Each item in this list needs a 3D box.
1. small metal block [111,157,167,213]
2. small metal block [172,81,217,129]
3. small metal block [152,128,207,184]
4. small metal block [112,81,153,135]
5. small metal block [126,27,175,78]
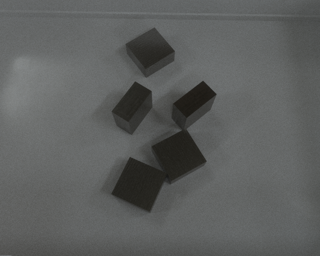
[{"bbox_3d":[-0.025,0.071,0.383,0.050,0.025,0.050,23,72,8],"label":"small metal block"},{"bbox_3d":[0.043,-0.028,0.407,0.050,0.050,0.025,-38,75,-13],"label":"small metal block"},{"bbox_3d":[0.024,0.036,0.397,0.050,0.025,0.050,-28,73,-10],"label":"small metal block"},{"bbox_3d":[-0.035,-0.025,0.405,0.025,0.050,0.050,32,73,10],"label":"small metal block"},{"bbox_3d":[-0.014,-0.109,0.450,0.050,0.025,0.050,-34,74,-12],"label":"small metal block"}]
